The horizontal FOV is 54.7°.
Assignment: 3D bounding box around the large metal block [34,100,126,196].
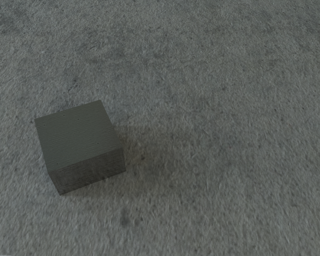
[{"bbox_3d":[-0.094,0.021,0.368,0.081,0.050,0.080,-19,53,-16],"label":"large metal block"}]
